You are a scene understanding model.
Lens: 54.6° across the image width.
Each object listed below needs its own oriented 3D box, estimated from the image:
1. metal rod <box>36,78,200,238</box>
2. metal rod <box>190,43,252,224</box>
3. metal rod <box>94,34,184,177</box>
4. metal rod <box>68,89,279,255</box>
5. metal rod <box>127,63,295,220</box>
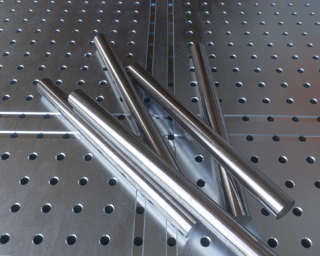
[{"bbox_3d":[-0.068,0.021,0.390,0.025,0.025,0.300,-36,59,-26],"label":"metal rod"},{"bbox_3d":[0.074,-0.017,0.422,0.025,0.025,0.300,-3,50,-3],"label":"metal rod"},{"bbox_3d":[-0.043,-0.046,0.446,0.025,0.025,0.300,-18,52,-15],"label":"metal rod"},{"bbox_3d":[-0.005,0.042,0.343,0.025,0.025,0.300,-37,60,-27],"label":"metal rod"},{"bbox_3d":[0.039,-0.006,0.389,0.025,0.025,0.300,-26,48,-20],"label":"metal rod"}]
